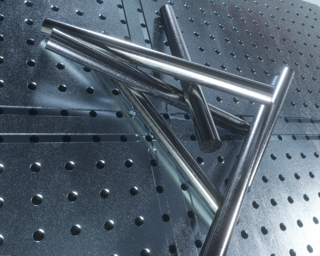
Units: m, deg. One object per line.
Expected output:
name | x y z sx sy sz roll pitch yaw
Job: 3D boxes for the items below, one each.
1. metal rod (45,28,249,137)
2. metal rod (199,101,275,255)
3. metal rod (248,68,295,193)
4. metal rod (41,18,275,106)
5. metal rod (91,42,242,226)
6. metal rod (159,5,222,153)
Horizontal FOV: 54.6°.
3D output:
metal rod | 0.002 -0.049 0.411 0.302 0.025 0.025 22 53 -25
metal rod | 0.107 0.056 0.400 0.025 0.025 0.301 38 48 -3
metal rod | 0.180 -0.014 0.512 0.025 0.025 0.301 39 51 -2
metal rod | -0.008 -0.086 0.392 0.301 0.025 0.025 18 52 7
metal rod | 0.001 0.002 0.406 0.025 0.025 0.300 -31 79 -38
metal rod | 0.034 -0.091 0.440 0.025 0.025 0.300 10 45 -23
